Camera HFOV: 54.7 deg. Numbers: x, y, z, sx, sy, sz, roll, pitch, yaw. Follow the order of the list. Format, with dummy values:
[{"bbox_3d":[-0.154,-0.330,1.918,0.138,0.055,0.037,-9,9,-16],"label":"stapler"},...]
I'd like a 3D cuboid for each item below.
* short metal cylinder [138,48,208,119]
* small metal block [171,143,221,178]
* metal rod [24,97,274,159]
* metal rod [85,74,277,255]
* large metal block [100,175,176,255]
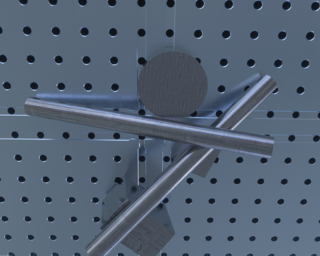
[{"bbox_3d":[0.015,-0.056,0.380,0.081,0.050,0.079,0,110,-1],"label":"short metal cylinder"},{"bbox_3d":[0.049,0.034,0.427,0.050,0.025,0.050,24,108,-9],"label":"small metal block"},{"bbox_3d":[-0.022,-0.003,0.372,0.301,0.025,0.025,10,111,12],"label":"metal rod"},{"bbox_3d":[0.031,0.043,0.376,0.301,0.025,0.025,-43,106,-8],"label":"metal rod"},{"bbox_3d":[-0.032,0.120,0.424,0.080,0.080,0.050,40,94,-14],"label":"large metal block"}]
